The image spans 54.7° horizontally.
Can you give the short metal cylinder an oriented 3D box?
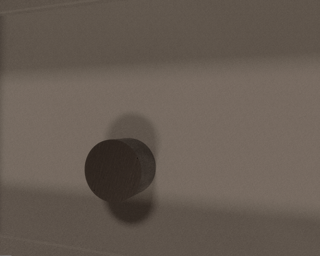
[{"bbox_3d":[-0.052,0.054,0.415,0.080,0.050,0.079,0,90,19],"label":"short metal cylinder"}]
